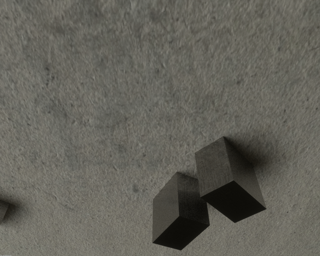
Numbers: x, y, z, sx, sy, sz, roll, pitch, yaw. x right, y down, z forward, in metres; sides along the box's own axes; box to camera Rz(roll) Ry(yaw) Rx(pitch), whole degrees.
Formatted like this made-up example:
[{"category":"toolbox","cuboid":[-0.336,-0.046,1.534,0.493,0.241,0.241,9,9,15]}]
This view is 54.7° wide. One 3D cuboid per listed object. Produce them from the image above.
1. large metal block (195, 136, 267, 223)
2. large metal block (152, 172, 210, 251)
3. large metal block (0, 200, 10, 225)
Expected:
[{"category":"large metal block","cuboid":[0.097,0.072,0.434,0.050,0.080,0.080,-34,123,25]},{"category":"large metal block","cuboid":[0.029,0.129,0.482,0.050,0.080,0.080,22,127,-18]},{"category":"large metal block","cuboid":[-0.314,0.151,0.514,0.080,0.050,0.080,31,123,-24]}]
